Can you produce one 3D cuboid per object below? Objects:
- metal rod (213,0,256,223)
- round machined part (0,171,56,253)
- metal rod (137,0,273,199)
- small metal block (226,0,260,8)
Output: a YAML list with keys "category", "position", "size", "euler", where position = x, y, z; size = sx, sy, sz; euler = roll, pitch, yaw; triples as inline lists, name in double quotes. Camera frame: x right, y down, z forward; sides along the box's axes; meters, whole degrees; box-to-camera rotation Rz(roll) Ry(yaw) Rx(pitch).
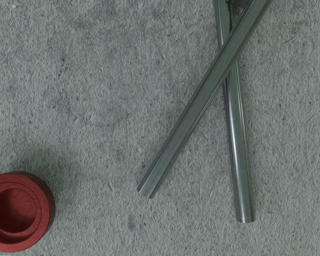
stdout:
- category: "metal rod"
  position: [0.099, -0.026, 0.411]
  size: [0.025, 0.025, 0.298]
  euler: [-6, 90, -1]
- category: "round machined part"
  position: [-0.183, 0.104, 0.399]
  size: [0.099, 0.042, 0.097]
  euler: [0, 90, -1]
- category: "metal rod"
  position: [0.056, -0.041, 0.392]
  size: [0.025, 0.025, 0.299]
  euler: [30, 97, -1]
- category: "small metal block"
  position: [0.114, -0.184, 0.399]
  size: [0.050, 0.025, 0.050]
  euler: [5, 90, -36]
